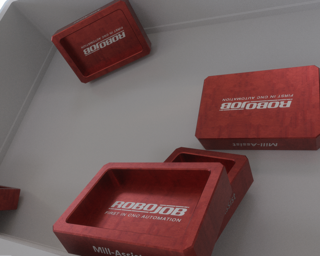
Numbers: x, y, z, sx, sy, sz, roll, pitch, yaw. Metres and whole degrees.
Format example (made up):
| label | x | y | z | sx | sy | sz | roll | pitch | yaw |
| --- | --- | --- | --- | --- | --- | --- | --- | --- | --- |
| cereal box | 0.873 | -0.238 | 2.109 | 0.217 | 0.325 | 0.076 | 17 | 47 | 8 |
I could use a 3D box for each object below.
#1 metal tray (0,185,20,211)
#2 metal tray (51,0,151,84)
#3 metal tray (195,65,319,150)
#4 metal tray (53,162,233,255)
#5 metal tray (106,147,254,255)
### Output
| label | x | y | z | sx | sy | sz | roll | pitch | yaw |
| --- | --- | --- | --- | --- | --- | --- | --- | --- | --- |
| metal tray | -0.273 | 0.092 | 0.420 | 0.090 | 0.130 | 0.030 | 3 | 81 | 25 |
| metal tray | -0.091 | -0.136 | 0.492 | 0.130 | 0.090 | 0.030 | -21 | 33 | 15 |
| metal tray | 0.112 | -0.021 | 0.357 | 0.130 | 0.030 | 0.090 | -2 | 61 | 27 |
| metal tray | -0.014 | 0.069 | 0.265 | 0.130 | 0.030 | 0.090 | -4 | 31 | 31 |
| metal tray | 0.022 | 0.072 | 0.301 | 0.090 | 0.030 | 0.131 | 5 | 36 | 41 |
